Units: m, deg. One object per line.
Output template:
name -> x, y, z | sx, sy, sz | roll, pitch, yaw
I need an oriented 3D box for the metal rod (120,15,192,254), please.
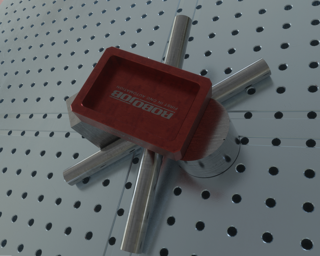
metal rod -> 0.000, -0.005, 0.381 | 0.025, 0.025, 0.299 | 4, 73, 29

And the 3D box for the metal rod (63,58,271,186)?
metal rod -> 0.003, -0.004, 0.408 | 0.301, 0.025, 0.025 | -29, 52, 9

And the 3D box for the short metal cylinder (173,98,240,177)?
short metal cylinder -> 0.047, 0.011, 0.359 | 0.080, 0.050, 0.080 | -13, 56, 20

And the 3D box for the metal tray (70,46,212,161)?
metal tray -> -0.019, -0.030, 0.342 | 0.130, 0.030, 0.090 | 22, 72, 16

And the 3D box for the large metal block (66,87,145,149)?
large metal block -> -0.065, -0.020, 0.417 | 0.080, 0.080, 0.050 | -30, 52, 9
